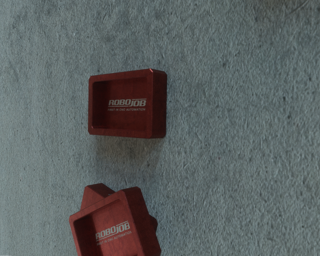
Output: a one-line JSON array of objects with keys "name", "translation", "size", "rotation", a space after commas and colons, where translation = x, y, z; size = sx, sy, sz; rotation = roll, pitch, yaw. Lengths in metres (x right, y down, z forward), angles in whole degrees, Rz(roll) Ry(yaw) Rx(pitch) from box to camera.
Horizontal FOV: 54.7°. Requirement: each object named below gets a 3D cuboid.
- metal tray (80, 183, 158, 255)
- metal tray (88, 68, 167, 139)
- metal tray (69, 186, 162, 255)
[{"name": "metal tray", "translation": [-0.069, 0.149, 0.459], "size": [0.130, 0.030, 0.089], "rotation": [23, 104, 37]}, {"name": "metal tray", "translation": [-0.050, -0.033, 0.443], "size": [0.130, 0.030, 0.089], "rotation": [2, 91, 40]}, {"name": "metal tray", "translation": [-0.066, 0.143, 0.416], "size": [0.130, 0.030, 0.090], "rotation": [-32, 70, 35]}]
